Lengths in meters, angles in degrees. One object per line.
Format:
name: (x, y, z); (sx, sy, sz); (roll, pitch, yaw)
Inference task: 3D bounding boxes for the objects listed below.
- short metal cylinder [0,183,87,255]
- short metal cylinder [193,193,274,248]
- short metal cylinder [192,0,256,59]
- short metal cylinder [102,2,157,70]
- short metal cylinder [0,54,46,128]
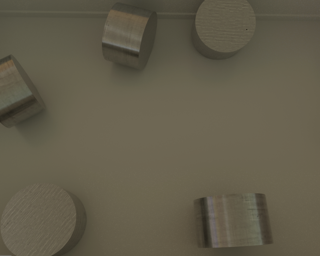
short metal cylinder: (-0.130, 0.107, 0.356); (0.081, 0.050, 0.080); (0, 70, 0)
short metal cylinder: (0.079, 0.103, 0.343); (0.081, 0.080, 0.050); (-3, 70, -1)
short metal cylinder: (0.087, -0.140, 0.435); (0.081, 0.050, 0.079); (0, 91, -1)
short metal cylinder: (-0.040, -0.125, 0.426); (0.050, 0.080, 0.080); (17, 71, 6)
short metal cylinder: (-0.191, -0.046, 0.396); (0.050, 0.080, 0.080); (-30, 73, -10)
